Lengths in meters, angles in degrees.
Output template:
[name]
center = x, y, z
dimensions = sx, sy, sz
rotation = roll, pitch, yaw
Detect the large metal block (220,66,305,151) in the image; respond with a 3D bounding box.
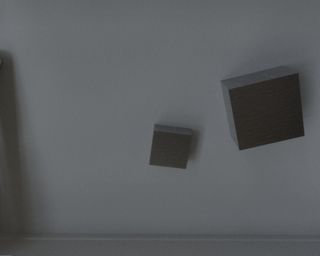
[large metal block]
center = 0.128, -0.026, 0.390
dimensions = 0.080, 0.050, 0.080
rotation = -13, 110, 4

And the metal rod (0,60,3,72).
[metal rod]
center = -0.244, 0.058, 0.369
dimensions = 0.025, 0.025, 0.298
rotation = 16, 86, -6

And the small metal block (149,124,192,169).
[small metal block]
center = 0.014, 0.025, 0.421
dimensions = 0.050, 0.025, 0.050
rotation = 7, 110, -3
